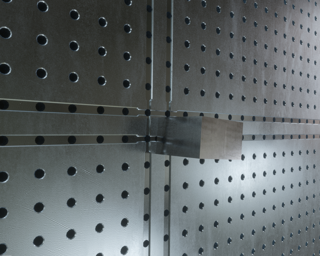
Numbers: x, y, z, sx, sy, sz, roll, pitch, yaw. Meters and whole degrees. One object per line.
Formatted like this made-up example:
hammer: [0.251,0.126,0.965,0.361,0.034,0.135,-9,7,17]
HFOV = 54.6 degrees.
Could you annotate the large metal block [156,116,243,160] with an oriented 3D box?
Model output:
large metal block: [0.053,0.014,0.416,0.081,0.080,0.050,6,86,-40]
